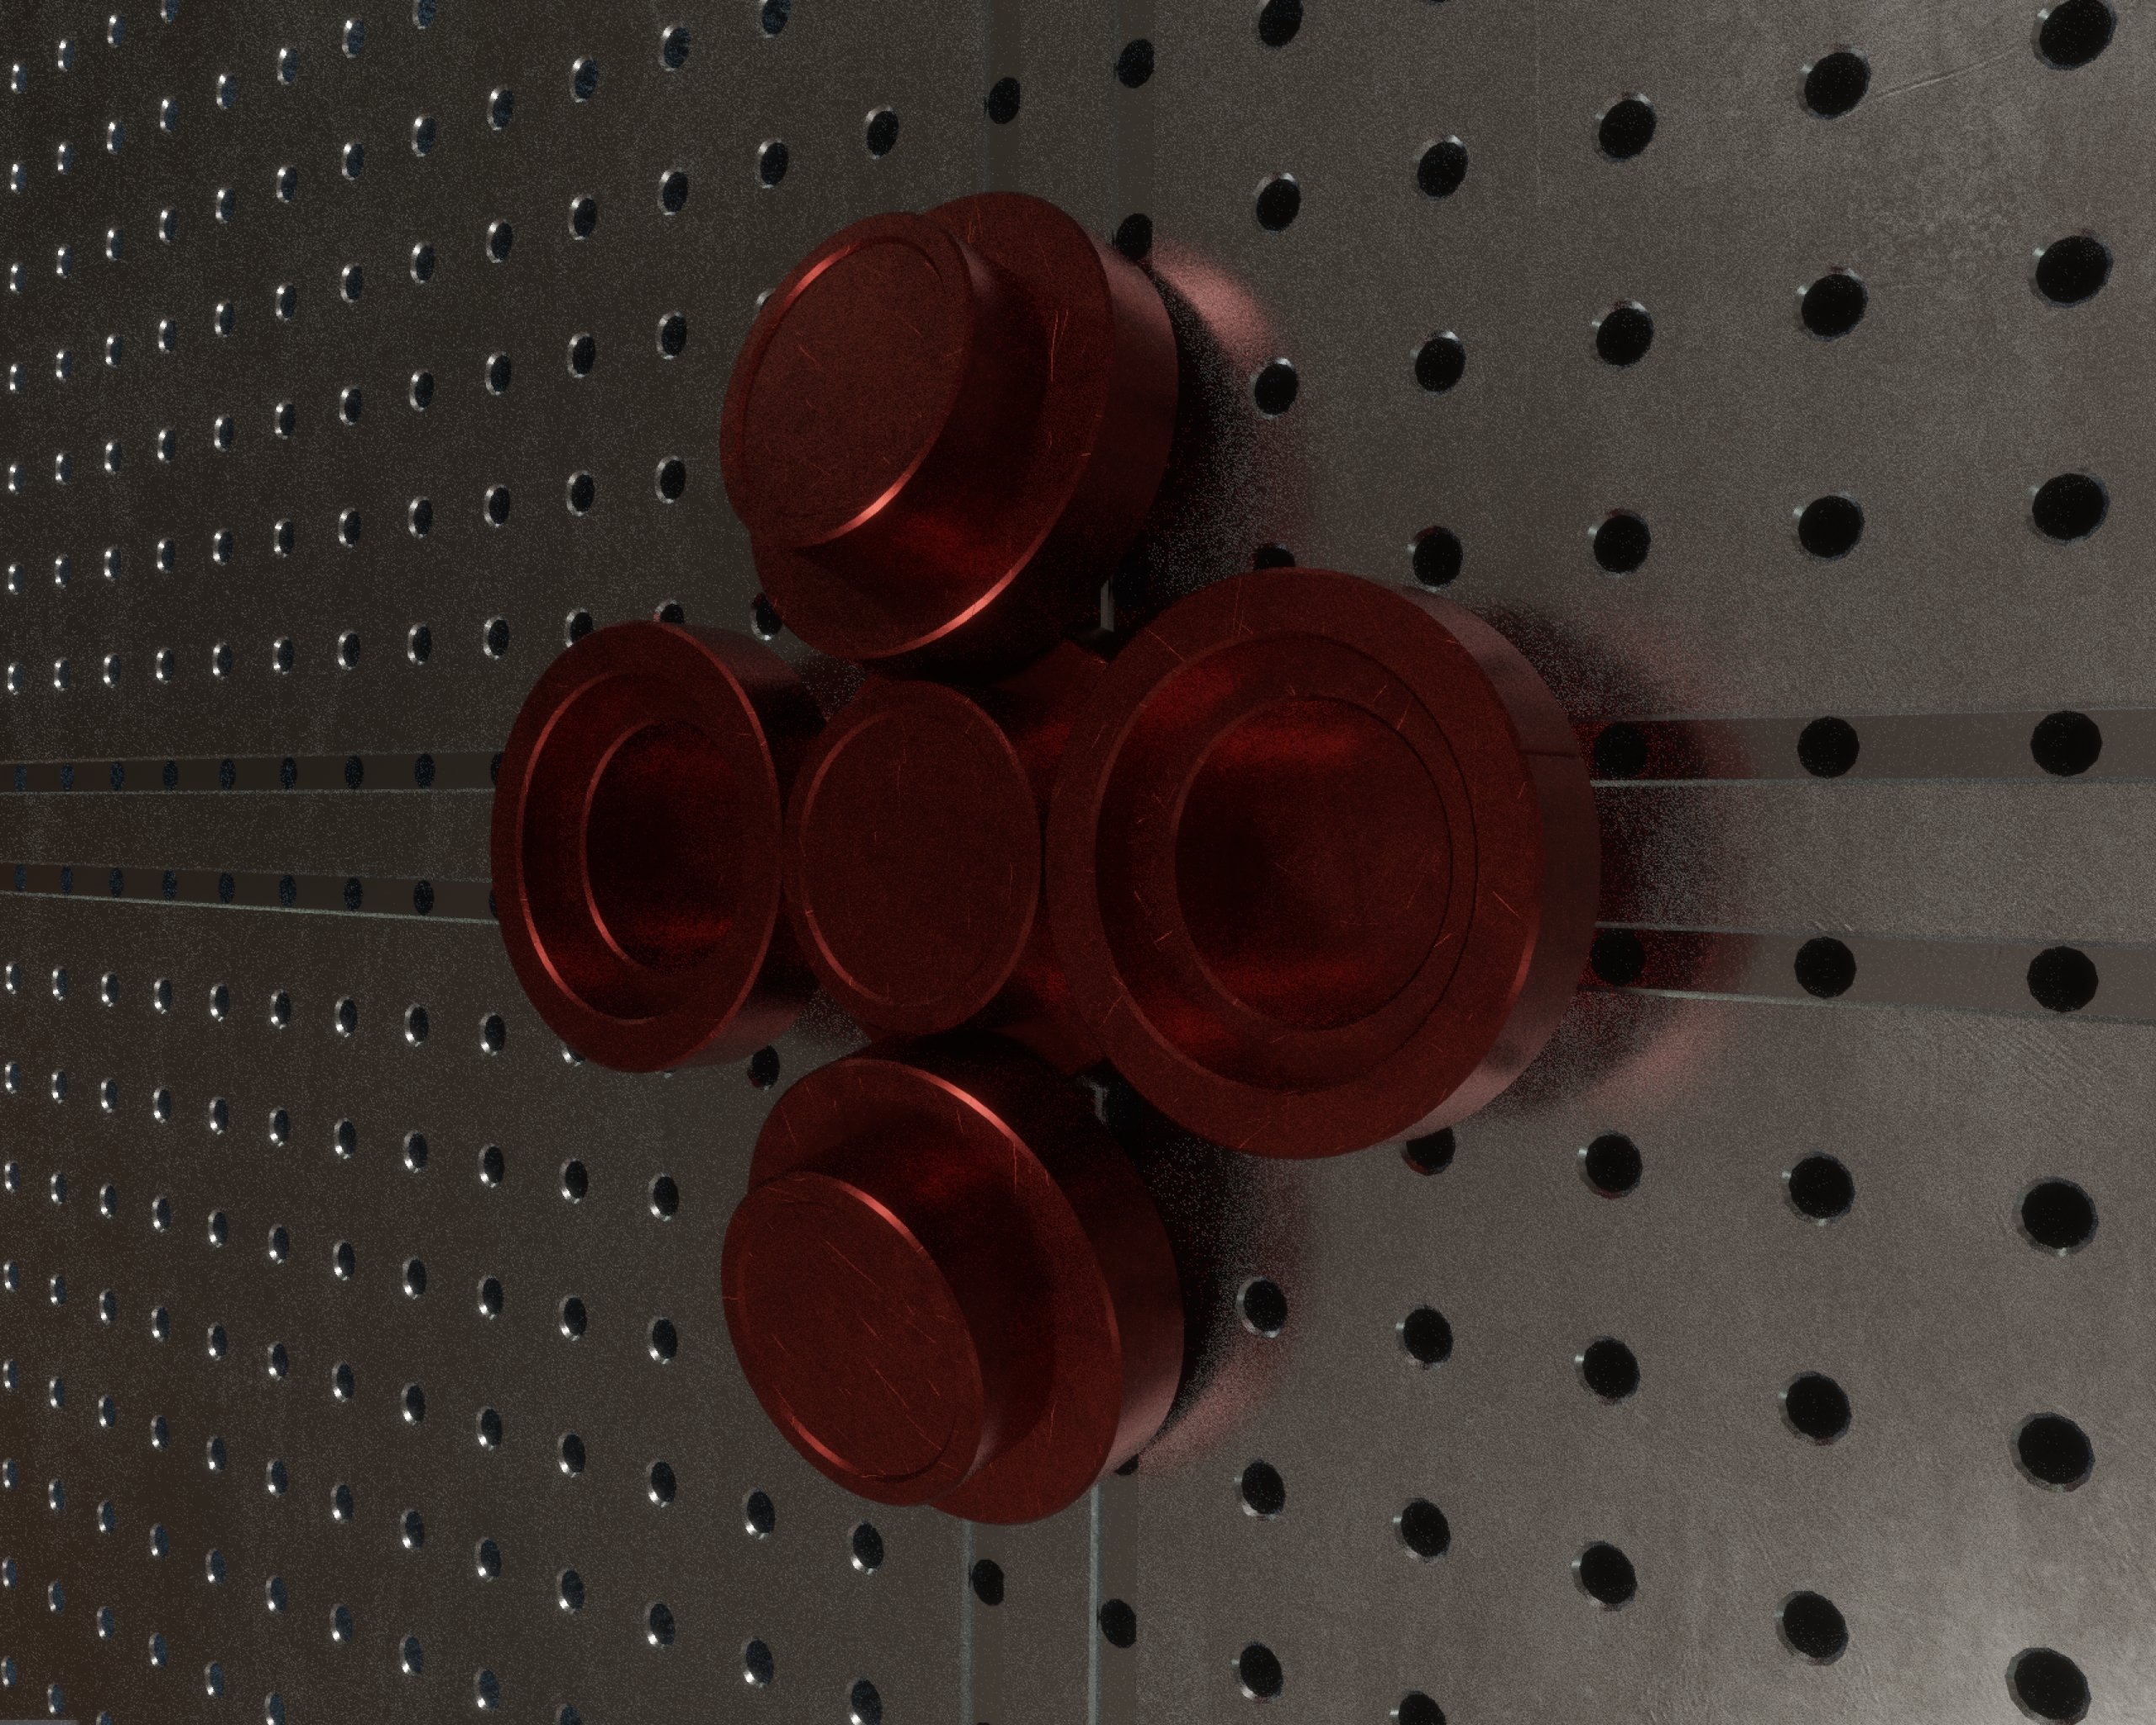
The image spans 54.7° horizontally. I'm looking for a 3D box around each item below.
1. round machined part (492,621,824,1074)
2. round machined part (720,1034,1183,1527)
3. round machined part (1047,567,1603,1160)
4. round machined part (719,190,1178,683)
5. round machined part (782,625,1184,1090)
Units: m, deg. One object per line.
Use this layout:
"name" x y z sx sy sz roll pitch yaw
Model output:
"round machined part" -0.084 -0.003 0.464 0.098 0.042 0.097 0 90 39
"round machined part" -0.031 0.085 0.407 0.098 0.042 0.097 14 113 36
"round machined part" 0.045 0.000 0.359 0.098 0.042 0.097 0 90 39
"round machined part" -0.032 -0.087 0.408 0.098 0.042 0.098 -15 66 37
"round machined part" -0.020 -0.001 0.412 0.098 0.042 0.097 0 90 39
